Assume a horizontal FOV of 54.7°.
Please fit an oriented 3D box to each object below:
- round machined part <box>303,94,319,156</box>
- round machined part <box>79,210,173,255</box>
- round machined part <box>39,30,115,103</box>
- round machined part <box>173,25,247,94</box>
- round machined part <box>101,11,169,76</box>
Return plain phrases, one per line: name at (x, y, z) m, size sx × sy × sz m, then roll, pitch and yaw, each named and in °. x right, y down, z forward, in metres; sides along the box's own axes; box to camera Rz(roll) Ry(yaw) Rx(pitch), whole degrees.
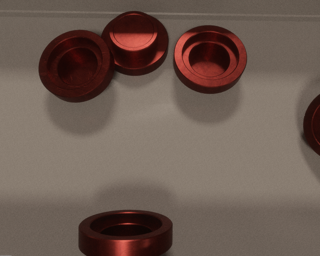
round machined part at (0.237, -0.003, 0.387) m, size 0.042 × 0.098 × 0.098 m, roll 6°, pitch 62°, yaw -46°
round machined part at (-0.036, 0.122, 0.330) m, size 0.099 × 0.098 × 0.042 m, roll 1°, pitch 91°, yaw 0°
round machined part at (-0.109, -0.080, 0.423) m, size 0.099 × 0.042 × 0.098 m, roll -2°, pitch 74°, yaw 8°
round machined part at (0.068, -0.091, 0.435) m, size 0.099 × 0.042 × 0.098 m, roll 0°, pitch 70°, yaw -1°
round machined part at (-0.037, -0.128, 0.447) m, size 0.099 × 0.042 × 0.098 m, roll 0°, pitch 70°, yaw -1°
